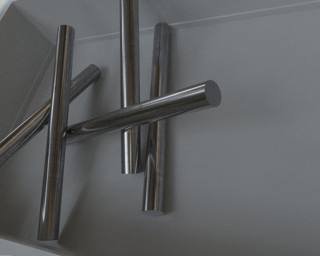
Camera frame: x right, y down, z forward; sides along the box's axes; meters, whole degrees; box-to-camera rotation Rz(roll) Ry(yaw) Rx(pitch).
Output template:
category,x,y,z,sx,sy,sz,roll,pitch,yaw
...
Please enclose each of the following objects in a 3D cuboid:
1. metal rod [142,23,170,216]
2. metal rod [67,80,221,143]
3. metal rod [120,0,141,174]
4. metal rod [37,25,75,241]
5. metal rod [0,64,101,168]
category,x,y,z,sx,sy,sz,roll,pitch,yaw
metal rod,-0.002,-0.032,0.426,0.025,0.025,0.299,-11,57,22
metal rod,-0.058,-0.007,0.380,0.299,0.025,0.025,-13,54,44
metal rod,-0.039,-0.092,0.403,0.025,0.025,0.298,-3,86,27
metal rod,-0.141,-0.004,0.427,0.025,0.025,0.299,-7,73,24
metal rod,-0.175,-0.004,0.428,0.025,0.025,0.301,4,41,30
